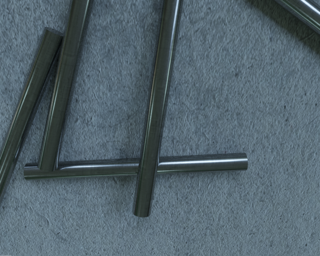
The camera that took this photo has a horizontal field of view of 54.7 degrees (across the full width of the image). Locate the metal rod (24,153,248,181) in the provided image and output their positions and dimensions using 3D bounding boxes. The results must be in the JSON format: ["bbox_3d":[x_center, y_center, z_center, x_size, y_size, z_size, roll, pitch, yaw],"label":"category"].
[{"bbox_3d":[-0.033,0.054,0.429,0.302,0.025,0.025,-3,110,1],"label":"metal rod"}]

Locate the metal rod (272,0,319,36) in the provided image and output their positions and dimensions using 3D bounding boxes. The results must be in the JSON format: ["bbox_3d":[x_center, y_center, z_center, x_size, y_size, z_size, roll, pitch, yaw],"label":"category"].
[{"bbox_3d":[0.160,-0.143,0.358,0.301,0.025,0.025,31,107,-11],"label":"metal rod"}]

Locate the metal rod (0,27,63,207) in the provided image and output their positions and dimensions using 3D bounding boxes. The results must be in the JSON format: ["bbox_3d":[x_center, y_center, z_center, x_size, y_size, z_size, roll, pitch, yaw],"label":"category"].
[{"bbox_3d":[-0.191,0.011,0.412,0.025,0.025,0.298,25,108,-9],"label":"metal rod"}]

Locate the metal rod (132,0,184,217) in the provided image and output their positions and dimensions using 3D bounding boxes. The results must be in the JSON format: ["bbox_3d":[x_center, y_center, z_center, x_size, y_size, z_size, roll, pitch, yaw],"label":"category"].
[{"bbox_3d":[-0.003,-0.029,0.381,0.025,0.025,0.298,8,104,-3],"label":"metal rod"}]

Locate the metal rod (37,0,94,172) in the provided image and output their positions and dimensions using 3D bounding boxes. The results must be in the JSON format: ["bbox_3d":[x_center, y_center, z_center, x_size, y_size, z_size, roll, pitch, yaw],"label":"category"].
[{"bbox_3d":[-0.106,-0.085,0.368,0.025,0.025,0.298,16,106,-6],"label":"metal rod"}]
